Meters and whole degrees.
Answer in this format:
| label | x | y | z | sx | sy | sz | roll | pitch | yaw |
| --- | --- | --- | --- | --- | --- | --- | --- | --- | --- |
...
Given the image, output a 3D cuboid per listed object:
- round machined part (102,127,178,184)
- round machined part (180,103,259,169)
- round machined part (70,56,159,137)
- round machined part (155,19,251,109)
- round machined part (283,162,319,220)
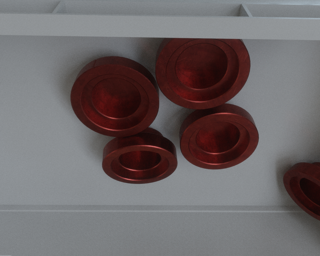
| label | x | y | z | sx | sy | sz | roll | pitch | yaw |
| --- | --- | --- | --- | --- | --- | --- | --- | --- | --- |
| round machined part | -0.027 | 0.034 | 0.418 | 0.099 | 0.042 | 0.097 | -3 | 142 | -2 |
| round machined part | 0.074 | 0.006 | 0.405 | 0.099 | 0.042 | 0.097 | -1 | 130 | 0 |
| round machined part | -0.050 | -0.040 | 0.362 | 0.099 | 0.042 | 0.097 | 0 | 128 | 0 |
| round machined part | 0.044 | -0.071 | 0.338 | 0.099 | 0.042 | 0.097 | -1 | 130 | 0 |
| round machined part | 0.236 | 0.089 | 0.454 | 0.042 | 0.098 | 0.098 | -36 | 131 | -18 |
